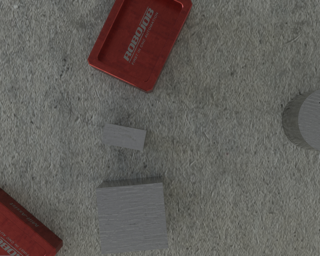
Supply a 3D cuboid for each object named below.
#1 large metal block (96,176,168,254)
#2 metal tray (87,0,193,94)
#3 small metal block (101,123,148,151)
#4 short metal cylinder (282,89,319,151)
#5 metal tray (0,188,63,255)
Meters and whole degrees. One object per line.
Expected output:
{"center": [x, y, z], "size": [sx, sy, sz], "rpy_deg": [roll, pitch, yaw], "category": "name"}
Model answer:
{"center": [-0.033, 0.109, 0.397], "size": [0.080, 0.050, 0.080], "rpy_deg": [-5, 90, 0], "category": "large metal block"}
{"center": [-0.025, -0.122, 0.407], "size": [0.090, 0.030, 0.129], "rpy_deg": [25, 90, 0], "category": "metal tray"}
{"center": [-0.043, 0.011, 0.397], "size": [0.050, 0.050, 0.025], "rpy_deg": [11, 90, 0], "category": "small metal block"}
{"center": [0.207, -0.010, 0.399], "size": [0.081, 0.050, 0.080], "rpy_deg": [0, 90, 0], "category": "short metal cylinder"}
{"center": [-0.207, 0.148, 0.405], "size": [0.130, 0.030, 0.090], "rpy_deg": [41, 90, 0], "category": "metal tray"}
